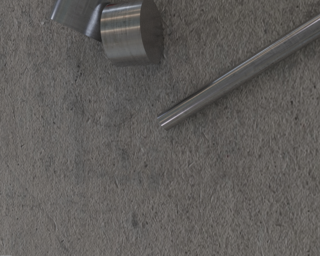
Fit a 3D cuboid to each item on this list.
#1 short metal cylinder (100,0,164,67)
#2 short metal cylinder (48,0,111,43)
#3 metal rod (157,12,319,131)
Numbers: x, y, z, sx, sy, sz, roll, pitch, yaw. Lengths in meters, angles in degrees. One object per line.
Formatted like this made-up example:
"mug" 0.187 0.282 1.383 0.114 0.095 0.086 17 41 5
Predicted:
"short metal cylinder" -0.032 -0.119 0.391 0.050 0.080 0.080 -1 90 20
"short metal cylinder" -0.101 -0.153 0.415 0.080 0.080 0.050 28 99 18
"metal rod" 0.126 -0.083 0.364 0.300 0.025 0.025 -32 80 17
